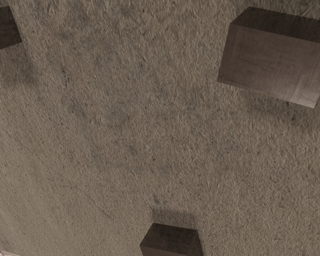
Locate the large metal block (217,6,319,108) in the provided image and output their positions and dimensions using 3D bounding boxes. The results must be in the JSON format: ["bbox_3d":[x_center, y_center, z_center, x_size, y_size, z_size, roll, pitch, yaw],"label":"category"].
[{"bbox_3d":[0.105,-0.067,0.274,0.080,0.080,0.050,19,126,17],"label":"large metal block"}]

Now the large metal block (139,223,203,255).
[{"bbox_3d":[0.022,0.208,0.506,0.080,0.050,0.080,0,119,28],"label":"large metal block"}]

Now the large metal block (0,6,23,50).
[{"bbox_3d":[-0.256,-0.130,0.423,0.080,0.080,0.050,4,120,26],"label":"large metal block"}]
